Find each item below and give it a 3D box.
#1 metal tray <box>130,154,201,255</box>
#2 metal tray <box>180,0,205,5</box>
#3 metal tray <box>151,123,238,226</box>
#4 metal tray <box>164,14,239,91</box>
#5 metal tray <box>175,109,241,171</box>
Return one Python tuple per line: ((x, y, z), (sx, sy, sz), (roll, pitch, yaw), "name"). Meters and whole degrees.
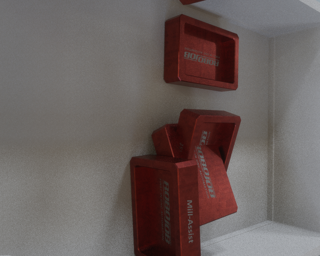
((0.004, 0.100, 0.369), (0.030, 0.090, 0.129), (-5, 93, -39), "metal tray")
((0.012, -0.183, 0.260), (0.130, 0.030, 0.090), (36, 74, -38), "metal tray")
((0.047, 0.058, 0.412), (0.091, 0.030, 0.129), (-3, 71, -42), "metal tray")
((0.065, -0.106, 0.459), (0.131, 0.030, 0.089), (2, 89, -40), "metal tray")
((0.057, 0.041, 0.421), (0.091, 0.030, 0.129), (0, 109, -41), "metal tray")
